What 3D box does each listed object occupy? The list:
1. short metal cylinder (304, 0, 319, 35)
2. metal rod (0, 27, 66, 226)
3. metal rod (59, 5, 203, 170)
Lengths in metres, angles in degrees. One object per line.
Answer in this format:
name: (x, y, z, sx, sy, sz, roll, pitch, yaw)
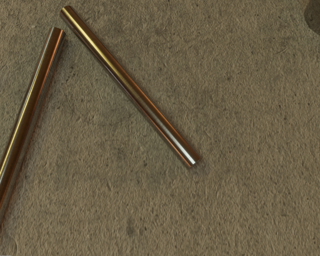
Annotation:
short metal cylinder: (0.267, -0.182, 0.463, 0.081, 0.050, 0.080, 0, 70, 0)
metal rod: (-0.178, -0.003, 0.407, 0.025, 0.025, 0.299, 10, 70, 3)
metal rod: (-0.048, -0.065, 0.431, 0.025, 0.025, 0.300, -37, 74, -12)
